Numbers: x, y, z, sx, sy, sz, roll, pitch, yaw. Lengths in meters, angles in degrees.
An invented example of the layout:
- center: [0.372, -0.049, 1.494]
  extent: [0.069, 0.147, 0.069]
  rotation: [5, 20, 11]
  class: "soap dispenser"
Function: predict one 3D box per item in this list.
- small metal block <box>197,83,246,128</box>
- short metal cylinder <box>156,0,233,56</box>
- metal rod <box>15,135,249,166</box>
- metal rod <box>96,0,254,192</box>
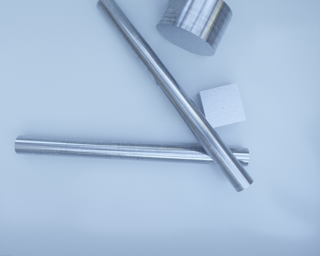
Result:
- center: [0.081, -0.029, 0.413]
  extent: [0.050, 0.025, 0.050]
  rotation: [-13, 90, -1]
  class: "small metal block"
- center: [0.042, -0.131, 0.384]
  extent: [0.080, 0.080, 0.050]
  rotation: [25, 90, -1]
  class: "short metal cylinder"
- center: [-0.035, 0.030, 0.410]
  extent: [0.302, 0.025, 0.025]
  rotation: [3, 90, -1]
  class: "metal rod"
- center: [0.016, -0.048, 0.396]
  extent: [0.025, 0.025, 0.299]
  rotation: [-37, 84, 0]
  class: "metal rod"
